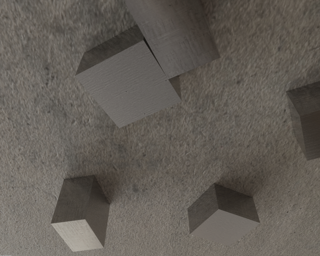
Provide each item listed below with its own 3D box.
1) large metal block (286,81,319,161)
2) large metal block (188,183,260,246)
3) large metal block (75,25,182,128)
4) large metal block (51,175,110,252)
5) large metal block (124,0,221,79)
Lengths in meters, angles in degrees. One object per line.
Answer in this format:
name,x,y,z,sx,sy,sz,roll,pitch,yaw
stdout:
large metal block,0.210,-0.014,0.383,0.080,0.050,0.080,-18,128,14
large metal block,0.103,0.146,0.517,0.080,0.050,0.080,23,126,-19
large metal block,-0.031,-0.057,0.342,0.080,0.050,0.080,-23,127,18
large metal block,-0.119,0.133,0.482,0.050,0.080,0.080,-9,130,7
large metal block,0.012,-0.105,0.282,0.050,0.080,0.080,-21,127,16
